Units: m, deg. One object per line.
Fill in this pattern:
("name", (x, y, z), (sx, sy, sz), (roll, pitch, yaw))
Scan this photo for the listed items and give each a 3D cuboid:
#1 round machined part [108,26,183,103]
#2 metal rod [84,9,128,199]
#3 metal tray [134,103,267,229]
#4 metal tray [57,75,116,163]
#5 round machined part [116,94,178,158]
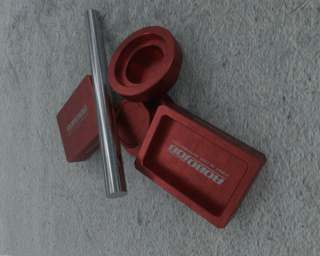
("round machined part", (-0.015, -0.076, 0.393), (0.098, 0.042, 0.098), (-14, 61, 27))
("metal rod", (-0.079, -0.051, 0.428), (0.025, 0.025, 0.299), (-34, 56, 35))
("metal tray", (0.041, 0.039, 0.355), (0.130, 0.030, 0.089), (32, 110, 24))
("metal tray", (-0.116, -0.011, 0.485), (0.129, 0.030, 0.090), (-38, 64, 42))
("round machined part", (-0.025, -0.007, 0.417), (0.098, 0.042, 0.097), (0, 90, 40))
